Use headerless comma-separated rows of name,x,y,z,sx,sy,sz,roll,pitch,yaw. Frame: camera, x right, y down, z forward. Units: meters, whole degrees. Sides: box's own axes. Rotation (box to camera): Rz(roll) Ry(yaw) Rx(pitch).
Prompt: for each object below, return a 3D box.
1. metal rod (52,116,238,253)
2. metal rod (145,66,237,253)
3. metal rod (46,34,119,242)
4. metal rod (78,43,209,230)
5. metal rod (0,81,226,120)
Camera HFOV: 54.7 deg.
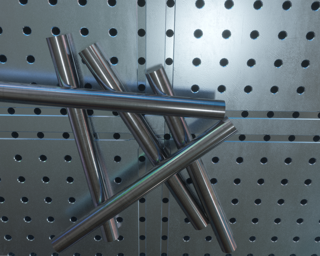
metal rod,-0.028,0.081,0.416,0.300,0.025,0.025,-36,107,12
metal rod,0.050,0.057,0.435,0.025,0.025,0.299,-22,109,7
metal rod,-0.099,0.028,0.422,0.025,0.025,0.298,-9,110,3
metal rod,-0.013,0.024,0.421,0.025,0.025,0.299,-29,108,10
metal rod,-0.073,-0.034,0.373,0.302,0.025,0.025,5,110,-3
